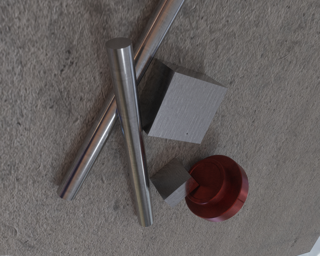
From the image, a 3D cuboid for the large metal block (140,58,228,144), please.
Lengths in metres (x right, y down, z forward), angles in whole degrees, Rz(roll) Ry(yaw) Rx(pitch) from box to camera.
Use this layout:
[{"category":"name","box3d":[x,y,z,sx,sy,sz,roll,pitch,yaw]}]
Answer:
[{"category":"large metal block","box3d":[0.024,-0.032,0.386,0.081,0.050,0.079,10,113,-33]}]

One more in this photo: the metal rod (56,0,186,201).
[{"category":"metal rod","box3d":[-0.045,-0.040,0.358,0.025,0.025,0.298,21,107,-36]}]

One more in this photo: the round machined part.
[{"category":"round machined part","box3d":[0.075,0.084,0.455,0.098,0.098,0.042,-49,129,6]}]

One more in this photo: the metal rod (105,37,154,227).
[{"category":"metal rod","box3d":[-0.030,0.032,0.389,0.025,0.025,0.298,-20,133,-17]}]

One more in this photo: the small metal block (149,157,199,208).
[{"category":"small metal block","box3d":[0.020,0.078,0.452,0.050,0.050,0.025,-41,130,-1]}]
